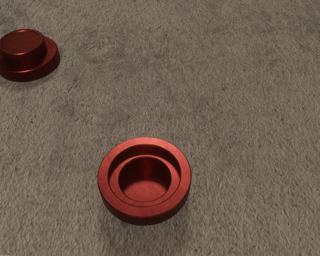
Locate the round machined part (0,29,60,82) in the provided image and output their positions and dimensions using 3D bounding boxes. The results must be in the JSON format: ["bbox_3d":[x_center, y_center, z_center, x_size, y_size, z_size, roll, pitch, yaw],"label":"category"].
[{"bbox_3d":[-0.214,-0.121,0.491,0.099,0.042,0.098,0,50,0],"label":"round machined part"}]

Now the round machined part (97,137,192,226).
[{"bbox_3d":[-0.016,0.061,0.341,0.099,0.042,0.098,0,50,0],"label":"round machined part"}]
